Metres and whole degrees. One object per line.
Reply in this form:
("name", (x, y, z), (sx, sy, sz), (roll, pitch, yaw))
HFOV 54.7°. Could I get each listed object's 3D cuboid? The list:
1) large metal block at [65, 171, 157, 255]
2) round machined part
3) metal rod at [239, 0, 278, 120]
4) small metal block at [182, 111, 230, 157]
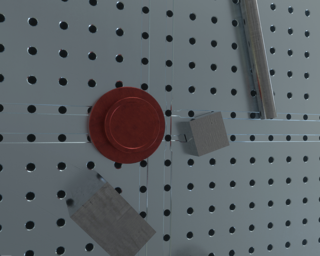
("large metal block", (-0.060, 0.101, 0.361), (0.050, 0.080, 0.080), (-44, 104, -14))
("round machined part", (-0.039, -0.003, 0.389), (0.099, 0.042, 0.097), (0, 90, -20))
("metal rod", (0.137, -0.161, 0.462), (0.025, 0.025, 0.298), (-13, 95, -20))
("small metal block", (0.064, 0.008, 0.436), (0.050, 0.025, 0.050), (-18, 96, -19))
